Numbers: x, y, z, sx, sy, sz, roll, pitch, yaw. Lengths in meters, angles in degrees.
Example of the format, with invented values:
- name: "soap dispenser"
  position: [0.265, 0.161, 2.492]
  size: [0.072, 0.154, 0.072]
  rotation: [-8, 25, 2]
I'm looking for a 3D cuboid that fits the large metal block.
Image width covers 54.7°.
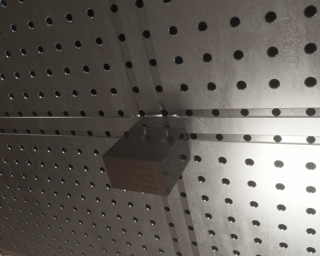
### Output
- name: "large metal block"
  position: [-0.015, 0.039, 0.406]
  size: [0.080, 0.080, 0.050]
  rotation: [3, 120, 26]
